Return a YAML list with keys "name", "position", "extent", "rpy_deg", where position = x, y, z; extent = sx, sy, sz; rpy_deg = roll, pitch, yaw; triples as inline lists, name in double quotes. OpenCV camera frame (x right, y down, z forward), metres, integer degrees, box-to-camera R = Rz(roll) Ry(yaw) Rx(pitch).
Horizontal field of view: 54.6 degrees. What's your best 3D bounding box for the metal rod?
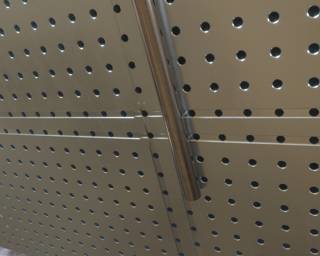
- name: "metal rod"
  position: [0.011, -0.034, 0.384]
  extent: [0.025, 0.025, 0.299]
  rpy_deg: [-1, 118, 29]
